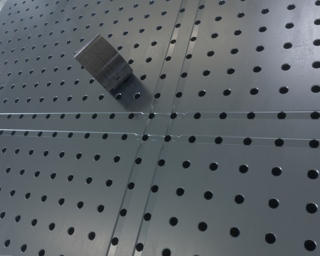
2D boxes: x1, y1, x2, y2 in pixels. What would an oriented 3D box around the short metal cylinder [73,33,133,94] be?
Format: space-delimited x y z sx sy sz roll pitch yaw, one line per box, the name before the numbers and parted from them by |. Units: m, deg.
short metal cylinder | -0.087 -0.099 0.481 0.050 0.080 0.080 -44 51 -2
